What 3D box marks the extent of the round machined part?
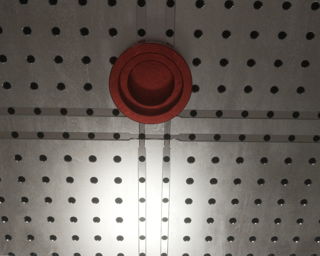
[{"bbox_3d":[-0.011,-0.057,0.383,0.099,0.042,0.097,0,110,-1],"label":"round machined part"}]
